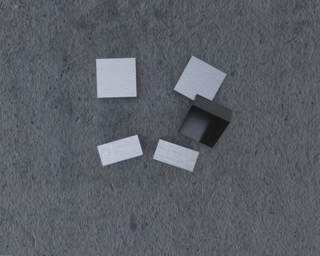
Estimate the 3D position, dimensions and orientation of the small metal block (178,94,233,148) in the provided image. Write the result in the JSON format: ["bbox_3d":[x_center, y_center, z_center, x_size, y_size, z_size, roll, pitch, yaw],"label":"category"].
[{"bbox_3d":[0.057,-0.008,0.397,0.050,0.025,0.050,25,132,0],"label":"small metal block"}]

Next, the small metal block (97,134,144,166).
[{"bbox_3d":[-0.048,0.027,0.397,0.050,0.050,0.025,-16,90,0],"label":"small metal block"}]

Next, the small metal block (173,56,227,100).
[{"bbox_3d":[0.052,-0.059,0.410,0.050,0.025,0.050,29,90,0],"label":"small metal block"}]

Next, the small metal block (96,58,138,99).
[{"bbox_3d":[-0.056,-0.064,0.409,0.050,0.025,0.050,-2,90,0],"label":"small metal block"}]

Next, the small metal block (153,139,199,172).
[{"bbox_3d":[0.019,0.033,0.398,0.050,0.050,0.025,18,90,0],"label":"small metal block"}]
